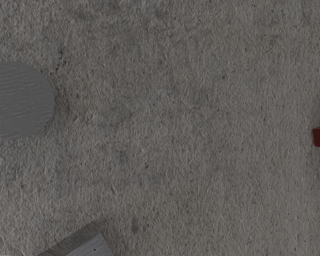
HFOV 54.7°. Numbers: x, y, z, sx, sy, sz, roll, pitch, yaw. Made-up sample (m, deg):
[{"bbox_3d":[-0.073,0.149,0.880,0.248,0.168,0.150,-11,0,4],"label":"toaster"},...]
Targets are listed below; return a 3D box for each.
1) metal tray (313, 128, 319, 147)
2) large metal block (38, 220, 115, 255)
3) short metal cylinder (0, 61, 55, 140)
[{"bbox_3d":[0.328,0.005,0.495,0.131,0.090,0.030,-11,94,-20],"label":"metal tray"},{"bbox_3d":[-0.090,0.171,0.363,0.080,0.050,0.080,-30,100,-18],"label":"large metal block"},{"bbox_3d":[-0.158,-0.028,0.337,0.081,0.050,0.079,0,90,-20],"label":"short metal cylinder"}]
